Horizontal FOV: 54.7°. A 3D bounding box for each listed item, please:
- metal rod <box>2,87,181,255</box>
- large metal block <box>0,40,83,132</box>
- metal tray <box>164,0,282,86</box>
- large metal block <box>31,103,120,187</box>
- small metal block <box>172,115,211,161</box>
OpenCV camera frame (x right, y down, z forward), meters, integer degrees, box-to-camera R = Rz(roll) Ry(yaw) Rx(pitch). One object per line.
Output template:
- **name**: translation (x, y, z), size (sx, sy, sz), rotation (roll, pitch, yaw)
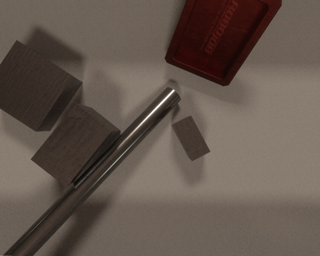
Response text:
- **metal rod**: translation (-0.082, 0.061, 0.377), size (0.025, 0.025, 0.301), rotation (43, 76, 0)
- **large metal block**: translation (-0.161, -0.051, 0.397), size (0.080, 0.050, 0.080), rotation (33, 90, -1)
- **metal tray**: translation (0.068, -0.116, 0.363), size (0.090, 0.129, 0.030), rotation (22, 51, -3)
- **large metal block**: translation (-0.098, 0.019, 0.383), size (0.050, 0.080, 0.080), rotation (39, 90, 0)
- **small metal block**: translation (0.038, 0.012, 0.399), size (0.025, 0.050, 0.050), rotation (-28, 90, 0)
